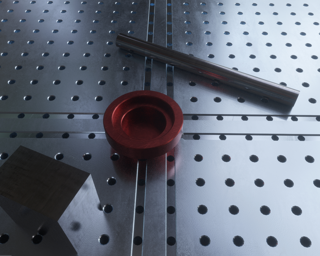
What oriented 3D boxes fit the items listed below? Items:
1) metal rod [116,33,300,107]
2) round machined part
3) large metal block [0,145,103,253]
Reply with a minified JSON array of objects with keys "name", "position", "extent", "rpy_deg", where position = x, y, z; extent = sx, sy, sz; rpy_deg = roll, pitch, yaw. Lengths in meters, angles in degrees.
[{"name":"metal rod","position":[0.063,-0.096,0.488],"extent":[0.301,0.025,0.025],"rpy_deg":[23,54,18]},{"name":"round machined part","position":[-0.020,0.000,0.396],"extent":[0.099,0.042,0.098],"rpy_deg":[0,50,0]},{"name":"large metal block","position":[-0.111,0.072,0.310],"extent":[0.080,0.080,0.050],"rpy_deg":[19,53,15]}]
